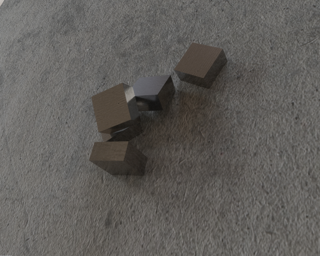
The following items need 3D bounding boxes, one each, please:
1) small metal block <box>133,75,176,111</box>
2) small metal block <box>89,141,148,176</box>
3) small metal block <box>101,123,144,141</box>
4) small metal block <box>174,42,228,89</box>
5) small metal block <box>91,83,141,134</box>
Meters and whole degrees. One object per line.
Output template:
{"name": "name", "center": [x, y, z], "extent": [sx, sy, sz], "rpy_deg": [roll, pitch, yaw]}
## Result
{"name": "small metal block", "center": [-0.013, -0.048, 0.429], "extent": [0.050, 0.025, 0.050], "rpy_deg": [-1, 38, 27]}
{"name": "small metal block", "center": [-0.051, 0.039, 0.391], "extent": [0.050, 0.050, 0.025], "rpy_deg": [-3, 61, 27]}
{"name": "small metal block", "center": [-0.057, -0.005, 0.437], "extent": [0.050, 0.025, 0.050], "rpy_deg": [-32, 52, 8]}
{"name": "small metal block", "center": [0.056, -0.087, 0.428], "extent": [0.050, 0.025, 0.050], "rpy_deg": [24, 75, 36]}
{"name": "small metal block", "center": [-0.057, -0.024, 0.404], "extent": [0.050, 0.025, 0.050], "rpy_deg": [-20, 75, 23]}
